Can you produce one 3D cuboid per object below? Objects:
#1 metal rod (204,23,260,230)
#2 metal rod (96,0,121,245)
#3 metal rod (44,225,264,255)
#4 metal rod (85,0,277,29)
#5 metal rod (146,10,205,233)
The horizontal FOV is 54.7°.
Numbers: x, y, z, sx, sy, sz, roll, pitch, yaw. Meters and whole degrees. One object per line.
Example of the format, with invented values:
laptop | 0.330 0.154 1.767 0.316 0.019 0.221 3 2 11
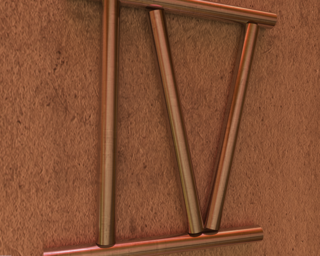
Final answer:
metal rod | 0.104 -0.005 0.449 0.025 0.025 0.298 14 85 -20
metal rod | -0.064 -0.008 0.386 0.025 0.025 0.298 1 90 -20
metal rod | 0.006 0.155 0.413 0.303 0.025 0.025 1 90 -21
metal rod | 0.029 -0.167 0.422 0.303 0.025 0.025 1 90 -21
metal rod | 0.021 -0.006 0.418 0.025 0.025 0.298 -12 94 -20
